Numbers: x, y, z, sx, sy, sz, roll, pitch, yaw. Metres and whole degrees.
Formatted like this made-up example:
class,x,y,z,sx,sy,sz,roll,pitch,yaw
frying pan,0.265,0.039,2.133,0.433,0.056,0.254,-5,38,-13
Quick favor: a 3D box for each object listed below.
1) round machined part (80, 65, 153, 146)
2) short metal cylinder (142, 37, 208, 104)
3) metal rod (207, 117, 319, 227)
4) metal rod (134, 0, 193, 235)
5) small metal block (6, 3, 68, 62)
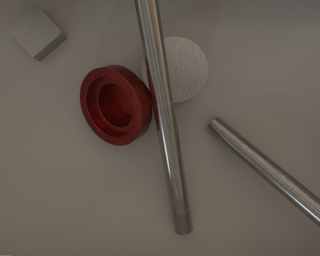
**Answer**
class,x,y,z,sx,sy,sz,roll,pitch,yaw
round machined part,-0.049,-0.031,0.386,0.098,0.042,0.097,15,118,30
short metal cylinder,0.018,-0.071,0.399,0.081,0.050,0.079,0,90,-1
metal rod,0.172,0.088,0.355,0.025,0.025,0.300,-47,67,0
metal rod,0.008,-0.005,0.369,0.025,0.025,0.298,-10,107,0
small metal block,-0.161,-0.125,0.409,0.050,0.025,0.050,-42,91,0
